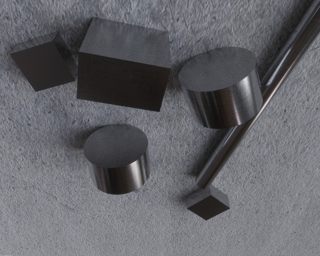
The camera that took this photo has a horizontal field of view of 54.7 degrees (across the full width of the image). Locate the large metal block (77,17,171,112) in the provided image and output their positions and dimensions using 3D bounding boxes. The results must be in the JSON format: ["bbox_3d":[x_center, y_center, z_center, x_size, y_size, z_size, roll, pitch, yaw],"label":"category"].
[{"bbox_3d":[-0.035,-0.066,0.314,0.081,0.080,0.050,9,130,-8],"label":"large metal block"}]

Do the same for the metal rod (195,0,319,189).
[{"bbox_3d":[0.116,-0.022,0.389,0.025,0.025,0.298,15,129,-13],"label":"metal rod"}]

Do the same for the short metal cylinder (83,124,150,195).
[{"bbox_3d":[-0.054,0.039,0.404,0.081,0.080,0.050,-2,130,1],"label":"short metal cylinder"}]

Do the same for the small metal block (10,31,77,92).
[{"bbox_3d":[-0.126,-0.073,0.343,0.050,0.025,0.050,-13,129,10],"label":"small metal block"}]

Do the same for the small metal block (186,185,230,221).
[{"bbox_3d":[0.079,0.123,0.513,0.050,0.025,0.050,-37,122,26],"label":"small metal block"}]

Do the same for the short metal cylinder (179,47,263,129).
[{"bbox_3d":[0.066,-0.044,0.334,0.080,0.080,0.050,-15,129,12],"label":"short metal cylinder"}]
